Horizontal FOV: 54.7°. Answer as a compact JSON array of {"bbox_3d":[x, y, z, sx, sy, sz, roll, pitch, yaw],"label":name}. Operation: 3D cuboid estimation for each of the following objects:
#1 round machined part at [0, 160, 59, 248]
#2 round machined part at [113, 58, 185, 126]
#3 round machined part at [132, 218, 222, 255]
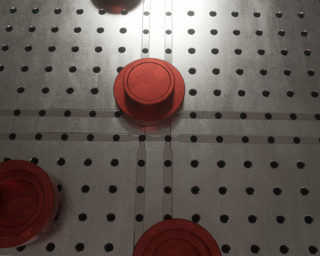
[{"bbox_3d":[-0.169,0.090,0.368,0.099,0.042,0.098,0,70,-1],"label":"round machined part"},{"bbox_3d":[-0.014,-0.055,0.423,0.099,0.042,0.098,0,70,-1],"label":"round machined part"},{"bbox_3d":[0.018,0.153,0.347,0.099,0.042,0.098,0,70,-1],"label":"round machined part"}]
